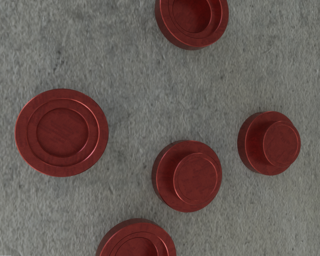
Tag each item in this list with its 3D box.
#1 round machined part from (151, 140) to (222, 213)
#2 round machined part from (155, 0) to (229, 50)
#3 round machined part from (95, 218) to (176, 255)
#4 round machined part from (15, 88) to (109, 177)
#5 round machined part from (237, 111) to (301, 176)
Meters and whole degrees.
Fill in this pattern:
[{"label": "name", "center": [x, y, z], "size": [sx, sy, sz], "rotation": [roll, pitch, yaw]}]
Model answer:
[{"label": "round machined part", "center": [0.042, 0.066, 0.417], "size": [0.099, 0.042, 0.097], "rotation": [0, 90, -21]}, {"label": "round machined part", "center": [0.039, -0.153, 0.415], "size": [0.099, 0.042, 0.097], "rotation": [0, 90, -21]}, {"label": "round machined part", "center": [-0.033, 0.162, 0.389], "size": [0.099, 0.042, 0.097], "rotation": [0, 90, -21]}, {"label": "round machined part", "center": [-0.112, 0.005, 0.359], "size": [0.099, 0.042, 0.097], "rotation": [0, 90, -21]}, {"label": "round machined part", "center": [0.170, 0.023, 0.465], "size": [0.099, 0.042, 0.097], "rotation": [0, 90, -21]}]
